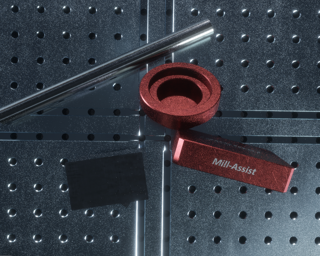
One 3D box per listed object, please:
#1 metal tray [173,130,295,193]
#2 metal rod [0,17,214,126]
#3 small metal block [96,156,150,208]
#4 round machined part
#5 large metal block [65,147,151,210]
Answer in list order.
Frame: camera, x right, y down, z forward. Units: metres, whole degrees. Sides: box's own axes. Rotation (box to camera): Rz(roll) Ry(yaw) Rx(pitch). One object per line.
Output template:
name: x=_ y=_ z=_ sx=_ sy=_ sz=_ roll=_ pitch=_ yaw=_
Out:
metal tray: x=0.082 y=0.035 z=0.380 sx=0.131 sy=0.090 sz=0.030 roll=15 pitch=99 yaw=-1
metal rod: x=-0.072 y=-0.075 z=0.412 sx=0.301 sy=0.025 sz=0.025 roll=-24 pitch=90 yaw=-1
small metal block: x=-0.049 y=0.069 z=0.413 sx=0.050 sy=0.025 sz=0.050 roll=36 pitch=90 yaw=-1
round machined part: x=0.024 y=-0.036 z=0.389 sx=0.099 sy=0.042 sz=0.098 roll=1 pitch=49 yaw=0
large metal block: x=-0.055 y=0.055 z=0.360 sx=0.081 sy=0.080 sz=0.050 roll=-8 pitch=90 yaw=0
